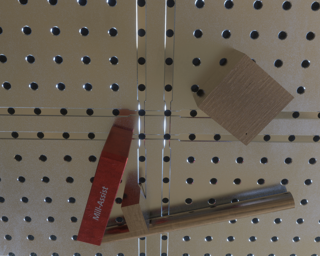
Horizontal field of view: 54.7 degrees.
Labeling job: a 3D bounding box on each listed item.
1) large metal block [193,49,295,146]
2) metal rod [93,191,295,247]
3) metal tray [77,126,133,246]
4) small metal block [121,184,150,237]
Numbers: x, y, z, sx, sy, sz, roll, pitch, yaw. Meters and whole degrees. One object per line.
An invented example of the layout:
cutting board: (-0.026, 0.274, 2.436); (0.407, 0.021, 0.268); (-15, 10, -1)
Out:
large metal block: (0.101, -0.039, 0.387); (0.080, 0.050, 0.080); (37, 106, -13)
metal rod: (0.046, 0.137, 0.464); (0.302, 0.025, 0.025); (-12, 110, 4)
metal tray: (-0.070, 0.073, 0.404); (0.030, 0.090, 0.129); (17, 109, -6)
small metal block: (-0.034, 0.117, 0.443); (0.025, 0.050, 0.050); (-14, 110, 5)
